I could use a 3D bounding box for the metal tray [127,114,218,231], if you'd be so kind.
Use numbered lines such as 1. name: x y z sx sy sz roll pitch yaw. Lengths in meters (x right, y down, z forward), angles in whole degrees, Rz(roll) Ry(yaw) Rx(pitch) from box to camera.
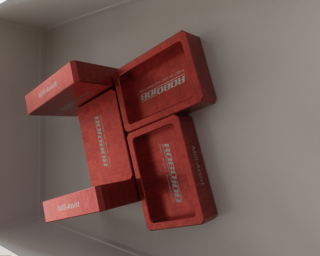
1. metal tray: 0.011 0.057 0.390 0.090 0.030 0.129 -22 76 37

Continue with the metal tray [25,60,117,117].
1. metal tray: -0.127 -0.053 0.461 0.130 0.091 0.030 -23 76 37

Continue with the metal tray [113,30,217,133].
1. metal tray: 0.000 -0.054 0.399 0.130 0.030 0.090 -22 77 37

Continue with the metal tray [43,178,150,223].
1. metal tray: -0.089 0.100 0.431 0.130 0.091 0.030 -22 77 37

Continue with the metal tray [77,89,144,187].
1. metal tray: -0.073 0.018 0.458 0.090 0.030 0.129 -22 76 37
